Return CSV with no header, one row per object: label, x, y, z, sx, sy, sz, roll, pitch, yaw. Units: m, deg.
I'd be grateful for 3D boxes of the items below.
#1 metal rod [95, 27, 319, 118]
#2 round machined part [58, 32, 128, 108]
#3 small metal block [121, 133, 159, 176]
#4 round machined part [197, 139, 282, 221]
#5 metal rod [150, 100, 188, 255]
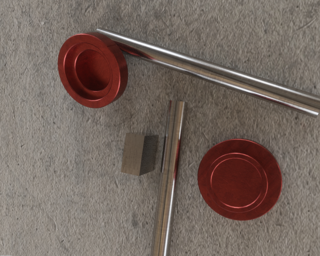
metal rod,0.046,-0.076,0.392,0.301,0.025,0.025,22,97,18
round machined part,-0.085,-0.079,0.419,0.098,0.042,0.097,10,115,23
small metal block,-0.025,0.032,0.405,0.025,0.050,0.050,9,93,20
round machined part,0.092,0.061,0.367,0.098,0.042,0.097,0,90,20
metal rod,0.006,0.114,0.406,0.025,0.025,0.298,8,93,20
